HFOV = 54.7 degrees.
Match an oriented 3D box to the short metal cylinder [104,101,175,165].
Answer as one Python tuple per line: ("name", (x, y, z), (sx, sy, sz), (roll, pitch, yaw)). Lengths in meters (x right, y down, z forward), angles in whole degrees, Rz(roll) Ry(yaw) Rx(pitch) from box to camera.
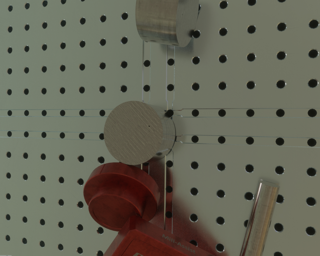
("short metal cylinder", (-0.026, 0.007, 0.407), (0.080, 0.050, 0.080), (-1, 88, 20))

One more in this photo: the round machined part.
("round machined part", (-0.052, 0.095, 0.397), (0.098, 0.042, 0.097), (6, 124, 9))

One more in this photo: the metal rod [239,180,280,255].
("metal rod", (0.097, 0.211, 0.378), (0.025, 0.025, 0.298), (14, 95, 19))

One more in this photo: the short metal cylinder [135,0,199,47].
("short metal cylinder", (0.011, -0.143, 0.379), (0.050, 0.080, 0.080), (14, 95, 19))

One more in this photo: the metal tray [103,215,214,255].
("metal tray", (-0.002, 0.175, 0.379), (0.130, 0.030, 0.090), (31, 102, -12))
